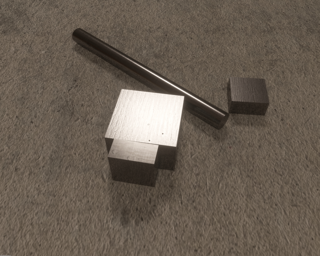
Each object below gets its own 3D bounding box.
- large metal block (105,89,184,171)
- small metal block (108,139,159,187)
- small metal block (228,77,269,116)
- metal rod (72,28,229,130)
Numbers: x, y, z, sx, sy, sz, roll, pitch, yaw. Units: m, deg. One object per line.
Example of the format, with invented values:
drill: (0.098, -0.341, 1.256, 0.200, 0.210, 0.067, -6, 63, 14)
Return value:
large metal block: (-0.016, 0.001, 0.386, 0.080, 0.050, 0.080, 7, 50, 5)
small metal block: (-0.029, 0.040, 0.353, 0.050, 0.050, 0.025, 8, 51, 6)
small metal block: (0.125, -0.046, 0.444, 0.050, 0.025, 0.050, 4, 50, 3)
metal rod: (-0.029, -0.085, 0.473, 0.300, 0.025, 0.025, 34, 58, 25)
